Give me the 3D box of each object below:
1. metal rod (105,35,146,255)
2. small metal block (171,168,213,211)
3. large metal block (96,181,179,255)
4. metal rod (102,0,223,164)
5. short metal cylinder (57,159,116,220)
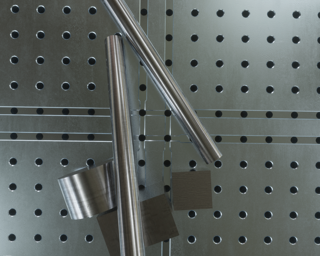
[{"bbox_3d":[-0.042,0.021,0.358,0.025,0.025,0.299,-8,68,0],"label":"metal rod"},{"bbox_3d":[0.042,0.081,0.414,0.050,0.025,0.050,-3,90,-1],"label":"small metal block"},{"bbox_3d":[-0.025,0.110,0.386,0.080,0.080,0.050,-19,90,0],"label":"large metal block"},{"bbox_3d":[-0.008,-0.084,0.413,0.025,0.025,0.299,-33,90,0],"label":"metal rod"},{"bbox_3d":[-0.079,0.073,0.385,0.080,0.080,0.050,-19,90,0],"label":"short metal cylinder"}]
